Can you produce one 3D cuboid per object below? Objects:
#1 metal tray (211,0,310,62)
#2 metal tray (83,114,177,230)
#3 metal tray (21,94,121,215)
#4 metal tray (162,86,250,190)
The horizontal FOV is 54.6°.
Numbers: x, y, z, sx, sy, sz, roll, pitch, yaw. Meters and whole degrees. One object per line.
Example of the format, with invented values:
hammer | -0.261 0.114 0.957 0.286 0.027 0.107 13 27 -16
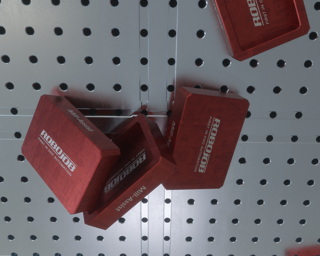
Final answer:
metal tray | 0.107 -0.154 0.354 0.090 0.030 0.130 -22 109 8
metal tray | -0.047 0.055 0.394 0.130 0.090 0.030 -42 131 15
metal tray | -0.114 0.028 0.379 0.130 0.030 0.090 38 111 30
metal tray | 0.054 0.017 0.401 0.091 0.030 0.129 4 112 -24
